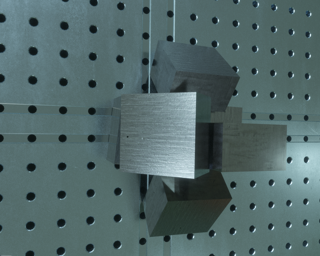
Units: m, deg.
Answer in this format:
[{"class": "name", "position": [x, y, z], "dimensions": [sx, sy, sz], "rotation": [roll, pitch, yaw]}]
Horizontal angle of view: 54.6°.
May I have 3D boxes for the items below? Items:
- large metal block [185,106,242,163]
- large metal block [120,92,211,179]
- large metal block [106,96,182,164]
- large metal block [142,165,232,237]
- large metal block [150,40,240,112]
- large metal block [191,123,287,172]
[{"class": "large metal block", "position": [0.062, 0.010, 0.421], "dimensions": [0.081, 0.050, 0.080], "rotation": [3, 89, -20]}, {"class": "large metal block", "position": [0.007, 0.006, 0.324], "dimensions": [0.080, 0.050, 0.080], "rotation": [1, 90, 25]}, {"class": "large metal block", "position": [-0.019, 0.006, 0.393], "dimensions": [0.081, 0.050, 0.080], "rotation": [7, 88, -20]}, {"class": "large metal block", "position": [0.030, 0.091, 0.388], "dimensions": [0.081, 0.050, 0.079], "rotation": [2, 134, -20]}, {"class": "large metal block", "position": [0.040, -0.066, 0.390], "dimensions": [0.081, 0.080, 0.050], "rotation": [2, 128, -20]}, {"class": "large metal block", "position": [0.087, 0.020, 0.362], "dimensions": [0.081, 0.080, 0.050], "rotation": [2, 89, -20]}]
